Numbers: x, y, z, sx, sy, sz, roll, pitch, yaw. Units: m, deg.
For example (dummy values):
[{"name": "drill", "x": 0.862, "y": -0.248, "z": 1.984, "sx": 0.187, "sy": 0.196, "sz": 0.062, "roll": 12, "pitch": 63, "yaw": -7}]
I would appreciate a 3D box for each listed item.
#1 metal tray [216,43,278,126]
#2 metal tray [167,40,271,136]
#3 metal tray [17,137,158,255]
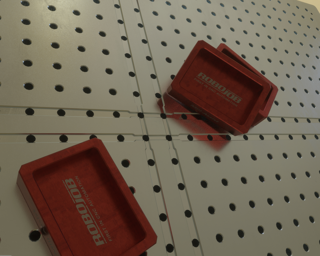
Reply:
[{"name": "metal tray", "x": 0.132, "y": -0.075, "z": 0.524, "sx": 0.130, "sy": 0.030, "sz": 0.090, "roll": 39, "pitch": 51, "yaw": -3}, {"name": "metal tray", "x": 0.088, "y": -0.058, "z": 0.462, "sx": 0.130, "sy": 0.030, "sz": 0.090, "roll": 32, "pitch": 77, "yaw": -4}, {"name": "metal tray", "x": -0.074, "y": 0.083, "z": 0.315, "sx": 0.091, "sy": 0.030, "sz": 0.130, "roll": -23, "pitch": 74, "yaw": -37}]
